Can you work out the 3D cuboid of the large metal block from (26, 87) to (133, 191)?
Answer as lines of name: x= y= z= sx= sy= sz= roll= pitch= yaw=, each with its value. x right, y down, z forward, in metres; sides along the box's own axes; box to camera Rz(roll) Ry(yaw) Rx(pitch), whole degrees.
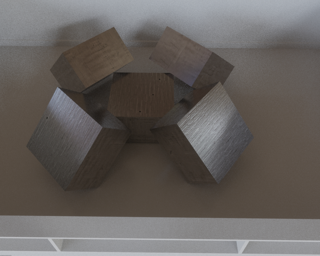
large metal block: x=-0.092 y=0.012 z=0.349 sx=0.080 sy=0.050 sz=0.080 roll=39 pitch=104 yaw=27

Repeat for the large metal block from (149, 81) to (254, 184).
large metal block: x=0.049 y=0.006 z=0.353 sx=0.080 sy=0.050 sz=0.080 roll=-44 pitch=108 yaw=-31

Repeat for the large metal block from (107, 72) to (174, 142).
large metal block: x=-0.023 y=-0.028 z=0.409 sx=0.080 sy=0.050 sz=0.080 roll=1 pitch=50 yaw=0

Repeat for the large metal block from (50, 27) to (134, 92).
large metal block: x=-0.096 y=-0.087 z=0.429 sx=0.080 sy=0.080 sz=0.050 roll=-38 pitch=103 yaw=-28

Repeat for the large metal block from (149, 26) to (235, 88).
large metal block: x=0.046 y=-0.092 z=0.438 sx=0.080 sy=0.050 sz=0.080 roll=39 pitch=17 yaw=28
